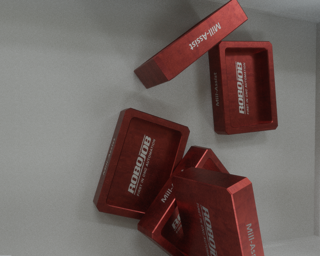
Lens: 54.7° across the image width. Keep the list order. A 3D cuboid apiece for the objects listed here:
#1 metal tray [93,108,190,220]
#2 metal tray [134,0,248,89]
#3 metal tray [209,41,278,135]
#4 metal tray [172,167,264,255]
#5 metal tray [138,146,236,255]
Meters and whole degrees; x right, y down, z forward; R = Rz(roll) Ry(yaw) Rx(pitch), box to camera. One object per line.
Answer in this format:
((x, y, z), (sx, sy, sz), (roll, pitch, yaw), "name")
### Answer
((-0.023, 0.048, 0.399), (0.091, 0.030, 0.129), (18, 84, -19), "metal tray")
((0.036, -0.103, 0.388), (0.130, 0.090, 0.030), (-40, 103, -16), "metal tray")
((0.122, -0.059, 0.452), (0.091, 0.030, 0.129), (-6, 92, -20), "metal tray")
((0.063, 0.113, 0.335), (0.030, 0.090, 0.129), (-19, 102, -34), "metal tray")
((0.041, 0.099, 0.399), (0.130, 0.030, 0.090), (-53, 124, -21), "metal tray")
